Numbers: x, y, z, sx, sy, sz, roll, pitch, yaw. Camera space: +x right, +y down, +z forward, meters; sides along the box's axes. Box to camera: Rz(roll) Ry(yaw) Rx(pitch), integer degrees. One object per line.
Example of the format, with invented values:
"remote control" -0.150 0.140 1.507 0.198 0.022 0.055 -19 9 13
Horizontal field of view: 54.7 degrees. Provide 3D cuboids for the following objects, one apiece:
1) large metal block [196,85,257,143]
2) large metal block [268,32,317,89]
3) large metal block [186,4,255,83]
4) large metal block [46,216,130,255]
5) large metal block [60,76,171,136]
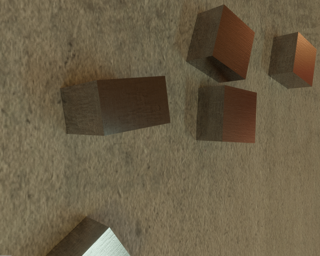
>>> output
"large metal block" 0.103 -0.018 0.478 0.081 0.050 0.080 5 87 -40
"large metal block" 0.263 -0.130 0.612 0.080 0.050 0.080 19 78 -39
"large metal block" 0.093 -0.123 0.469 0.080 0.050 0.080 23 76 -38
"large metal block" -0.075 0.156 0.327 0.080 0.050 0.080 -43 116 -32
"large metal block" -0.048 -0.024 0.330 0.081 0.080 0.050 -12 98 -40
